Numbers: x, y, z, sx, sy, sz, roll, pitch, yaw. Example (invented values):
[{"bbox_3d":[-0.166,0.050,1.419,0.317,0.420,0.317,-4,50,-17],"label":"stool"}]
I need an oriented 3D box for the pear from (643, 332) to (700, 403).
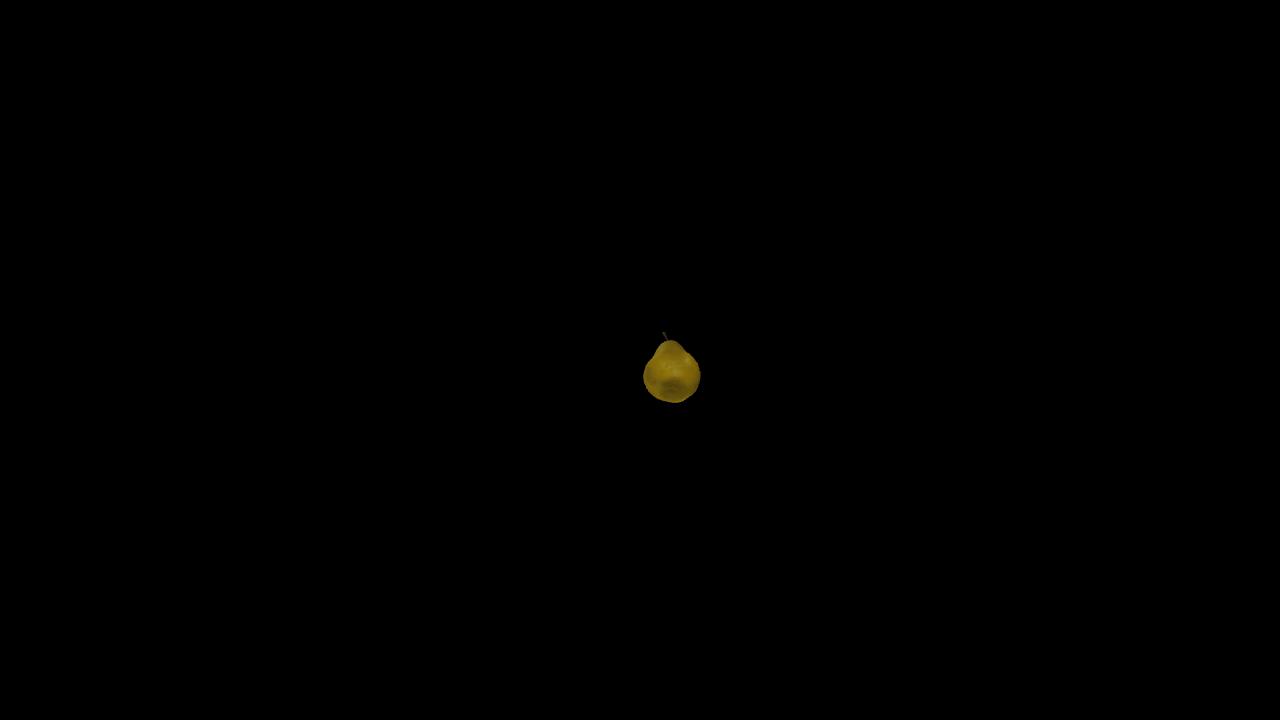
[{"bbox_3d":[0.047,0.006,0.876,0.080,0.111,0.080,5,-44,4],"label":"pear"}]
